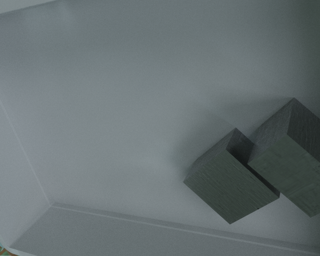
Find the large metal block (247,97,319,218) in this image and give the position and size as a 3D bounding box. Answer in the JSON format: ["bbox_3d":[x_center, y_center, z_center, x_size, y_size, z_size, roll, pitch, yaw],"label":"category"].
[{"bbox_3d":[0.144,0.027,0.314,0.080,0.080,0.050,41,129,0],"label":"large metal block"}]

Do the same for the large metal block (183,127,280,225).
[{"bbox_3d":[0.090,0.060,0.382,0.080,0.050,0.080,42,129,-1],"label":"large metal block"}]
